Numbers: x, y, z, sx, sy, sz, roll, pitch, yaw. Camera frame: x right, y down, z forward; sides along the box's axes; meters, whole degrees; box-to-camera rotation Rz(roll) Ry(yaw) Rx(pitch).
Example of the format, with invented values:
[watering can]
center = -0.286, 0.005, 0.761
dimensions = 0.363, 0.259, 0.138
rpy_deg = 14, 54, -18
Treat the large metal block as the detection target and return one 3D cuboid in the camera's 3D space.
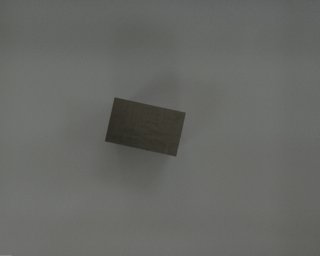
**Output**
[large metal block]
center = -0.016, -0.001, 0.381
dimensions = 0.080, 0.080, 0.050
rpy_deg = 12, 90, -1
